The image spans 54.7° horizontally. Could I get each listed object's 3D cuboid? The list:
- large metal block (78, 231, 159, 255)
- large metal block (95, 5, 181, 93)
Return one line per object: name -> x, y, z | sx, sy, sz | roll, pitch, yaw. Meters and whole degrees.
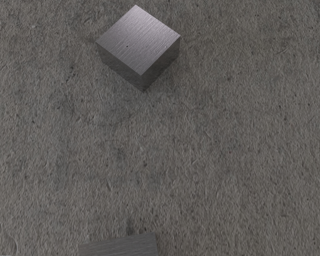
large metal block -> -0.039, 0.161, 0.336 | 0.081, 0.050, 0.080 | -9, 70, -4
large metal block -> -0.029, -0.111, 0.435 | 0.080, 0.050, 0.080 | 38, 74, 12
